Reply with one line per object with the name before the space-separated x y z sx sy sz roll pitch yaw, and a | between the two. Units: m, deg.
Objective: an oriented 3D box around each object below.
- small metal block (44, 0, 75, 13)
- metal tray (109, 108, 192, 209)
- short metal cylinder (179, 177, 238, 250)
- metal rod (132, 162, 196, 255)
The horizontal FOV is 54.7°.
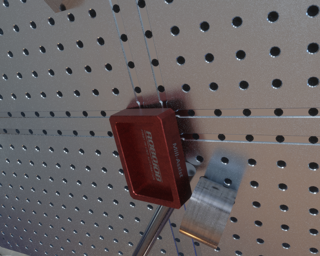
small metal block | -0.123 -0.176 0.367 0.050 0.025 0.050 48 129 -6
metal tray | -0.012 0.040 0.418 0.090 0.030 0.129 1 112 39
short metal cylinder | 0.065 0.111 0.410 0.050 0.080 0.079 21 126 16
metal rod | -0.008 0.165 0.517 0.025 0.025 0.298 30 128 9
